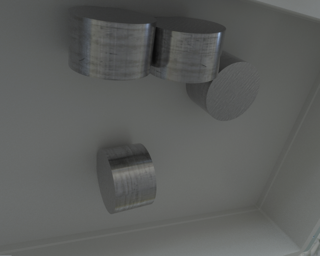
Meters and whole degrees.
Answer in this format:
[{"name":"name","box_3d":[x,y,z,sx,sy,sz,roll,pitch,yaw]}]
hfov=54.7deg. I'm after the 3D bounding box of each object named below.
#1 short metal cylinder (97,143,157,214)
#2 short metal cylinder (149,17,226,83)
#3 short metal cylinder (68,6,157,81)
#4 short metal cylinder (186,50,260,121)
[{"name":"short metal cylinder","box_3d":[-0.044,0.062,0.389,0.050,0.080,0.079,-8,122,-25]},{"name":"short metal cylinder","box_3d":[0.027,-0.087,0.336,0.081,0.080,0.050,-10,123,-24]},{"name":"short metal cylinder","box_3d":[-0.046,-0.083,0.297,0.081,0.080,0.050,-6,121,-26]},{"name":"short metal cylinder","box_3d":[0.081,-0.056,0.404,0.081,0.050,0.079,-14,125,-21]}]
